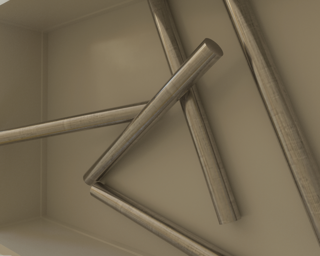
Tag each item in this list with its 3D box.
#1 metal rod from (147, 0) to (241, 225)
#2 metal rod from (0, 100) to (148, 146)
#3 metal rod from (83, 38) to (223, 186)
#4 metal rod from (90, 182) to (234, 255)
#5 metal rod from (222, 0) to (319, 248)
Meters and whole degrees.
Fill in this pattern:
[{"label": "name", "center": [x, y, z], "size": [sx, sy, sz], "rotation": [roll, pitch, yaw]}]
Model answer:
[{"label": "metal rod", "center": [0.036, -0.036, 0.377], "size": [0.025, 0.025, 0.299], "rotation": [-27, 73, 37]}, {"label": "metal rod", "center": [-0.149, -0.002, 0.465], "size": [0.301, 0.025, 0.025], "rotation": [-10, 84, 19]}, {"label": "metal rod", "center": [-0.029, 0.000, 0.408], "size": [0.299, 0.025, 0.025], "rotation": [-45, 63, 38]}, {"label": "metal rod", "center": [0.012, 0.133, 0.396], "size": [0.300, 0.025, 0.025], "rotation": [18, 101, 38]}, {"label": "metal rod", "center": [0.114, -0.034, 0.312], "size": [0.025, 0.025, 0.299], "rotation": [-27, 73, 37]}]
